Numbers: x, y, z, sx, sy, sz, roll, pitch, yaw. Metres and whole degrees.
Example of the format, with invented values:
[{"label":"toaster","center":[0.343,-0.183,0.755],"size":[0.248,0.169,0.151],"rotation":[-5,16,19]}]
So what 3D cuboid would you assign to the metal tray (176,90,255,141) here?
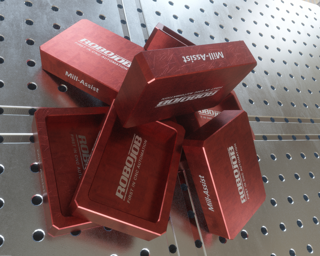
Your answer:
[{"label":"metal tray","center":[0.073,-0.020,0.432],"size":[0.131,0.030,0.090],"rotation":[6,58,-45]}]

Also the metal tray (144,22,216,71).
[{"label":"metal tray","center":[0.028,-0.112,0.444],"size":[0.090,0.030,0.130],"rotation":[29,19,-9]}]

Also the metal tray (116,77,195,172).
[{"label":"metal tray","center":[-0.008,-0.007,0.404],"size":[0.091,0.030,0.130],"rotation":[-4,61,-32]}]

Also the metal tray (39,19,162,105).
[{"label":"metal tray","center":[-0.071,-0.083,0.395],"size":[0.130,0.030,0.090],"rotation":[29,51,10]}]

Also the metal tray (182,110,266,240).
[{"label":"metal tray","center":[0.082,0.054,0.373],"size":[0.091,0.030,0.129],"rotation":[-33,113,-37]}]

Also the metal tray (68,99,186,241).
[{"label":"metal tray","center":[-0.028,0.040,0.326],"size":[0.090,0.030,0.130],"rotation":[24,53,-13]}]

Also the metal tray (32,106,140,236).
[{"label":"metal tray","center":[-0.082,0.040,0.337],"size":[0.091,0.030,0.130],"rotation":[-4,63,-31]}]

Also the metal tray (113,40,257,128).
[{"label":"metal tray","center":[0.025,-0.046,0.325],"size":[0.131,0.090,0.030],"rotation":[-14,69,-29]}]
